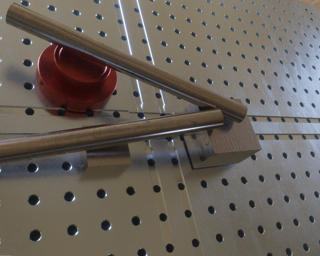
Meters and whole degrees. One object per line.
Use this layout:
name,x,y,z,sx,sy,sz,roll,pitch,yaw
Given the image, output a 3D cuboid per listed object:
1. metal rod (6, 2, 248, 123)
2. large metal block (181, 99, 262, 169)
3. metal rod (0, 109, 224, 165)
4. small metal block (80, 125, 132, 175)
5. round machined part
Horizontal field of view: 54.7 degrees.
metal rod,-0.029,-0.073,0.376,0.302,0.025,0.025,22,53,-12
large metal block,0.081,0.006,0.430,0.081,0.050,0.080,-2,63,-30
metal rod,-0.067,0.010,0.332,0.303,0.025,0.025,-9,66,-21
small metal block,-0.065,0.024,0.360,0.050,0.025,0.050,0,62,-29
round machined part,-0.100,-0.072,0.388,0.099,0.042,0.098,14,56,-21
